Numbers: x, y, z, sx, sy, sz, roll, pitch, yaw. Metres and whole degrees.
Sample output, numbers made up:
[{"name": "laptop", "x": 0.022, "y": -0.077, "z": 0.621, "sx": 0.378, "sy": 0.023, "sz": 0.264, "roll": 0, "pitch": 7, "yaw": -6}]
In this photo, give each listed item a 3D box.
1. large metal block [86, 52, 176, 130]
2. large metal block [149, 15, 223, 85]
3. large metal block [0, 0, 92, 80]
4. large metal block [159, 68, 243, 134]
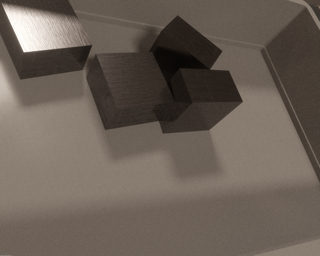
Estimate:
[{"name": "large metal block", "x": -0.039, "y": -0.050, "z": 0.400, "sx": 0.081, "sy": 0.050, "sz": 0.080, "roll": -10, "pitch": 67, "yaw": -33}, {"name": "large metal block", "x": 0.028, "y": -0.098, "z": 0.447, "sx": 0.080, "sy": 0.080, "sz": 0.050, "roll": 38, "pitch": 51, "yaw": -3}, {"name": "large metal block", "x": -0.143, "y": -0.113, "z": 0.382, "sx": 0.081, "sy": 0.050, "sz": 0.080, "roll": -18, "pitch": 71, "yaw": -35}, {"name": "large metal block", "x": 0.049, "y": -0.035, "z": 0.420, "sx": 0.081, "sy": 0.080, "sz": 0.050, "roll": -4, "pitch": 64, "yaw": -30}]
